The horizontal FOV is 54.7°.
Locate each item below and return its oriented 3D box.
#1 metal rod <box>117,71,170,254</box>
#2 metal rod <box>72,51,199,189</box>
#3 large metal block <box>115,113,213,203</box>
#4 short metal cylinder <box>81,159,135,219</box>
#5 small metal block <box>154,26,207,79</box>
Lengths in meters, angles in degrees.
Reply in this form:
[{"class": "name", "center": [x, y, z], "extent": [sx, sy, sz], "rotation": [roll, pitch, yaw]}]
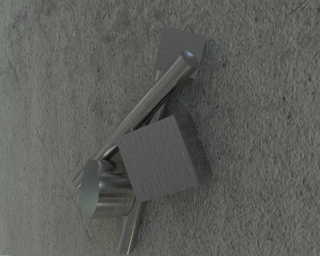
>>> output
[{"class": "metal rod", "center": [-0.016, 0.032, 0.419], "extent": [0.025, 0.025, 0.298], "rotation": [22, 104, 38]}, {"class": "metal rod", "center": [-0.051, 0.008, 0.426], "extent": [0.298, 0.025, 0.025], "rotation": [-45, 63, 38]}, {"class": "large metal block", "center": [0.005, 0.034, 0.366], "extent": [0.080, 0.050, 0.080], "rotation": [-22, 85, 25]}, {"class": "short metal cylinder", "center": [-0.075, 0.085, 0.435], "extent": [0.080, 0.050, 0.080], "rotation": [-20, 66, 57]}, {"class": "small metal block", "center": [0.024, -0.089, 0.371], "extent": [0.050, 0.025, 0.050], "rotation": [13, 100, -1]}]
